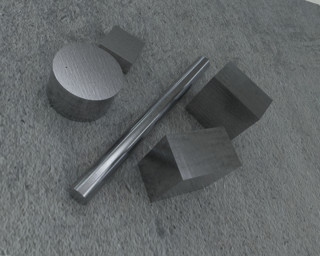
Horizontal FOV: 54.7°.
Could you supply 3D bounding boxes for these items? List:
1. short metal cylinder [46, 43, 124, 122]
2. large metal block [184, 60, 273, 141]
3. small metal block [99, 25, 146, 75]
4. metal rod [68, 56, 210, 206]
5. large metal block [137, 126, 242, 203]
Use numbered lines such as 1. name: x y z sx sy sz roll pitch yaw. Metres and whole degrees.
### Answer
1. short metal cylinder: -0.090 -0.054 0.372 0.081 0.050 0.080 14 56 -21
2. large metal block: 0.095 -0.033 0.440 0.080 0.080 0.050 44 51 2
3. small metal block: -0.056 -0.112 0.442 0.050 0.025 0.050 31 52 -8
4. metal rod: -0.007 -0.018 0.410 0.025 0.025 0.301 41 51 0
5. large metal block: 0.031 0.043 0.359 0.081 0.080 0.050 -7 66 -32
